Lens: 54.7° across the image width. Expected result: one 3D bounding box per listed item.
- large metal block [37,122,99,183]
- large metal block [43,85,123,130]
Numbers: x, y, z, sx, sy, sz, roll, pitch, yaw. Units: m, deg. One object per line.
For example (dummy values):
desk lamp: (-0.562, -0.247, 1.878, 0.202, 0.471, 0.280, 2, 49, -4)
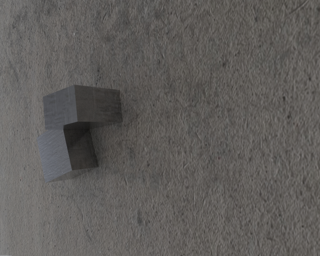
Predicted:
large metal block: (-0.156, 0.040, 0.518, 0.080, 0.050, 0.080, -26, 74, 37)
large metal block: (-0.116, -0.028, 0.465, 0.080, 0.081, 0.050, -11, 83, 39)
